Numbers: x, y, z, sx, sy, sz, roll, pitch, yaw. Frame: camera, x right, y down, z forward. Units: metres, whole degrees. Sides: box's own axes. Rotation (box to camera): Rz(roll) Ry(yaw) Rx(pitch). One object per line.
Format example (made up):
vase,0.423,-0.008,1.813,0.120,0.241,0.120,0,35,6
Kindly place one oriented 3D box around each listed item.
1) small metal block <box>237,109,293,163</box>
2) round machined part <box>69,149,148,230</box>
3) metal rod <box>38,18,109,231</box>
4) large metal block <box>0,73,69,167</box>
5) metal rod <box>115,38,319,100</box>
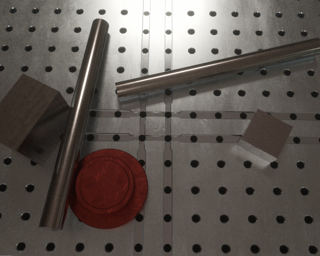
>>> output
small metal block,0.138,0.011,0.410,0.050,0.025,0.050,29,72,10
round machined part,-0.064,0.072,0.376,0.099,0.042,0.098,0,70,-1
metal rod,-0.103,-0.024,0.398,0.025,0.025,0.299,5,62,1
large metal block,-0.157,-0.006,0.383,0.050,0.080,0.080,26,72,9
metal rod,0.087,-0.086,0.444,0.302,0.025,0.025,-14,71,-6
